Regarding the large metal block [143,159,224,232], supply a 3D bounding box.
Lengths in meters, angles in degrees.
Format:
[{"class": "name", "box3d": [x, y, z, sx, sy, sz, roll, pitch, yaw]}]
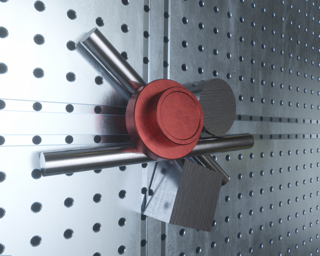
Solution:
[{"class": "large metal block", "box3d": [0.034, 0.090, 0.421, 0.080, 0.050, 0.080, 26, 74, -38]}]

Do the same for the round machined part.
[{"class": "round machined part", "box3d": [0.013, -0.011, 0.367, 0.099, 0.042, 0.097, 7, 78, -33]}]

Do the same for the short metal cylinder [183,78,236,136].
[{"class": "short metal cylinder", "box3d": [0.065, -0.029, 0.449, 0.081, 0.050, 0.079, 0, 90, -40]}]

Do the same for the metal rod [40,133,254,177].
[{"class": "metal rod", "box3d": [0.008, 0.028, 0.394, 0.303, 0.025, 0.025, -4, 93, -33]}]

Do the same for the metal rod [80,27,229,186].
[{"class": "metal rod", "box3d": [0.010, -0.010, 0.420, 0.300, 0.025, 0.025, 46, 62, -31]}]
